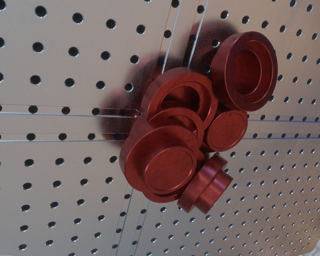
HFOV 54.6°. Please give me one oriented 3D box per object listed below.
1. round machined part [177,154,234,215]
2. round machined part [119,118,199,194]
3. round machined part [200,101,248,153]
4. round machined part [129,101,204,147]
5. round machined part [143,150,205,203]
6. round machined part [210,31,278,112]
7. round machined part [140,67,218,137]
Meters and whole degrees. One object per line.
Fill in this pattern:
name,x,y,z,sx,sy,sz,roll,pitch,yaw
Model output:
round machined part,0.072,0.089,0.462,0.098,0.042,0.098,-46,162,-19
round machined part,0.005,0.040,0.372,0.099,0.042,0.097,-14,124,-21
round machined part,0.085,-0.005,0.442,0.099,0.042,0.097,-14,124,-21
round machined part,0.005,0.008,0.407,0.099,0.042,0.097,-14,124,-21
round machined part,0.011,0.055,0.439,0.099,0.042,0.097,-14,124,-21
round machined part,0.103,-0.071,0.397,0.099,0.042,0.097,-6,101,-34
round machined part,0.021,-0.031,0.392,0.099,0.042,0.097,-14,124,-21
